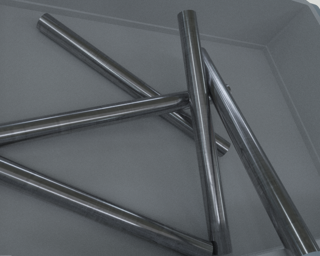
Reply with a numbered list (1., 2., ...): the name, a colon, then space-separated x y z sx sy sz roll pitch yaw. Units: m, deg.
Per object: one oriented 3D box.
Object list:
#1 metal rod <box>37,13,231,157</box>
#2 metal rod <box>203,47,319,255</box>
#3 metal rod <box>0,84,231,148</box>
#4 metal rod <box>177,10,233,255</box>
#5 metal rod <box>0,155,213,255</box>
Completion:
1. metal rod: -0.032 -0.055 0.421 0.301 0.025 0.025 35 51 -5
2. metal rod: 0.087 -0.001 0.350 0.025 0.025 0.300 8 42 -24
3. metal rod: -0.039 -0.020 0.374 0.303 0.025 0.025 -13 68 -26
4. metal rod: 0.053 -0.003 0.382 0.025 0.025 0.298 -2 79 -29
5. metal rod: -0.080 0.076 0.315 0.301 0.025 0.025 26 53 -12
